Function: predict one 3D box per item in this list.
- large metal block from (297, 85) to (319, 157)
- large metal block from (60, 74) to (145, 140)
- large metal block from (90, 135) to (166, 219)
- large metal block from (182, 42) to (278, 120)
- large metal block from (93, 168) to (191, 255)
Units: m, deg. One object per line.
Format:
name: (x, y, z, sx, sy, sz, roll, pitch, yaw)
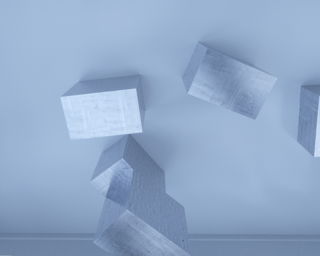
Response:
large metal block: (0.229, -0.013, 0.397, 0.080, 0.050, 0.079, -5, 110, 1)
large metal block: (-0.062, -0.028, 0.371, 0.080, 0.080, 0.050, -6, 110, 2)
large metal block: (-0.037, 0.064, 0.405, 0.050, 0.080, 0.080, -37, 106, 12)
large metal block: (0.076, -0.058, 0.362, 0.080, 0.080, 0.050, 20, 109, -8)
large metal block: (-0.017, 0.102, 0.334, 0.080, 0.080, 0.050, 40, 105, -14)
